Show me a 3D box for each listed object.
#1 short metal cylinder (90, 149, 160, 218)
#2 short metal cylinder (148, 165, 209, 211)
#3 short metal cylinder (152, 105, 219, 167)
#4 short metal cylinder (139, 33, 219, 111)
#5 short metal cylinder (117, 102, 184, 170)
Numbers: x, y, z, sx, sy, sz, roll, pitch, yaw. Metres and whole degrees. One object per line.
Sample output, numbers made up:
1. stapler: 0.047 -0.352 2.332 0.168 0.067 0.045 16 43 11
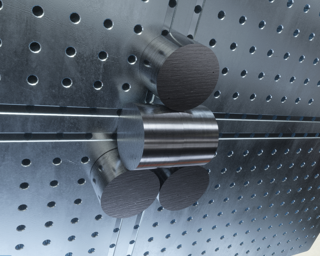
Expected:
1. short metal cylinder: -0.047 0.073 0.415 0.081 0.050 0.079 -14 125 -21
2. short metal cylinder: 0.024 0.073 0.454 0.081 0.050 0.079 -14 125 -21
3. short metal cylinder: 0.030 0.009 0.400 0.050 0.080 0.079 0 118 -29
4. short metal cylinder: 0.022 -0.067 0.367 0.081 0.050 0.079 -14 125 -21
5. short metal cylinder: -0.014 0.010 0.376 0.050 0.080 0.079 0 118 -29
